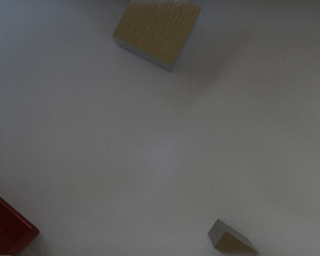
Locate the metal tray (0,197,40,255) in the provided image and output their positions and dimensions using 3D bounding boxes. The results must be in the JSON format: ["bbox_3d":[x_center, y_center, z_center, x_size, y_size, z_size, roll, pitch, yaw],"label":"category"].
[{"bbox_3d":[-0.205,0.123,0.356,0.090,0.130,0.030,41,90,-1],"label":"metal tray"}]

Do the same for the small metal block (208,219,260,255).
[{"bbox_3d":[0.093,0.149,0.400,0.050,0.050,0.025,34,90,-1],"label":"small metal block"}]

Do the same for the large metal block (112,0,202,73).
[{"bbox_3d":[-0.003,-0.129,0.399,0.080,0.050,0.080,27,90,-1],"label":"large metal block"}]
